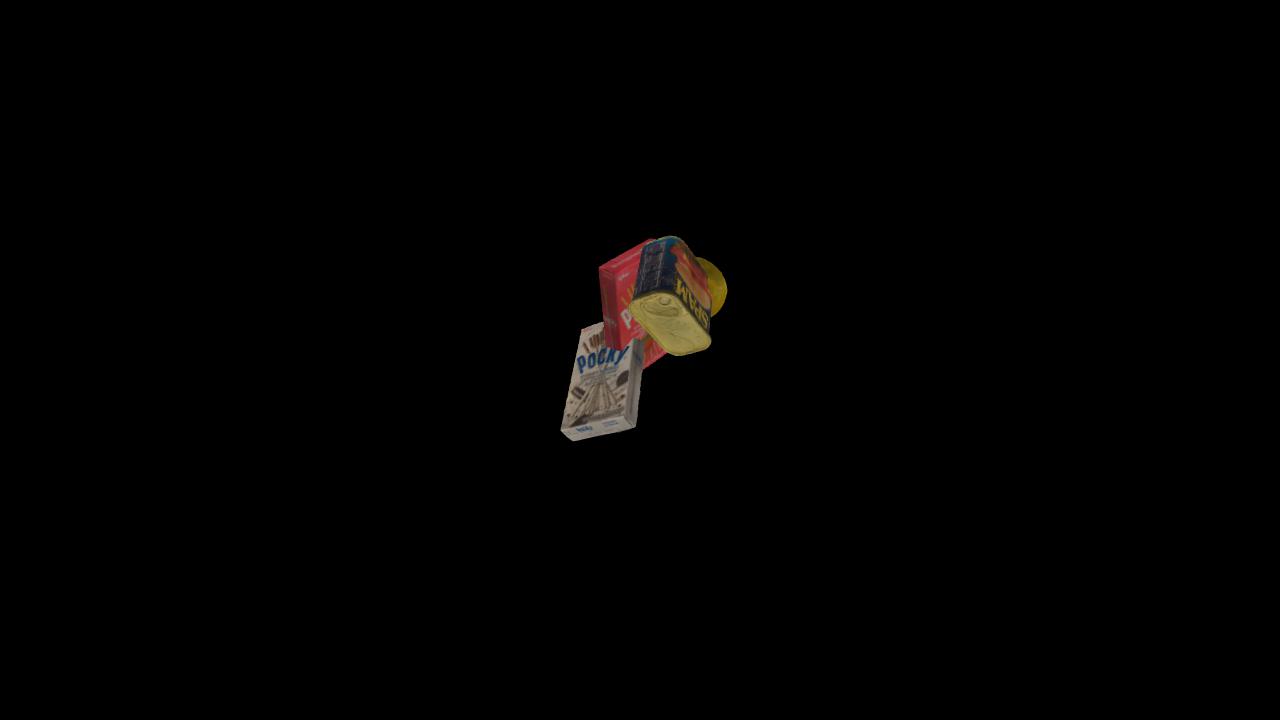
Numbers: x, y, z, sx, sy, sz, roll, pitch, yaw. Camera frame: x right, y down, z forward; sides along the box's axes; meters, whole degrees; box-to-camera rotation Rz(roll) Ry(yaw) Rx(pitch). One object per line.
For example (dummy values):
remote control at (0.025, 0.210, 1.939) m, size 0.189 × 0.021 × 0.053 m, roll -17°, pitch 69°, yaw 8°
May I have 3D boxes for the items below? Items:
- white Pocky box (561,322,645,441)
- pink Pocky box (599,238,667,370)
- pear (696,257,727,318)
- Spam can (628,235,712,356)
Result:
white Pocky box at (-0.038, 0.016, 0.703) m, size 0.084 × 0.154 × 0.028 m, roll -16°, pitch -44°, yaw 25°
pink Pocky box at (-0.004, -0.054, 0.707) m, size 0.029 × 0.155 × 0.084 m, roll 29°, pitch 49°, yaw 33°
pear at (0.050, -0.065, 0.722) m, size 0.080 × 0.080 × 0.111 m, roll 0°, pitch -39°, yaw -42°
Spam can at (0.037, -0.068, 0.658) m, size 0.058 × 0.085 × 0.101 m, roll -14°, pitch -41°, yaw 30°
